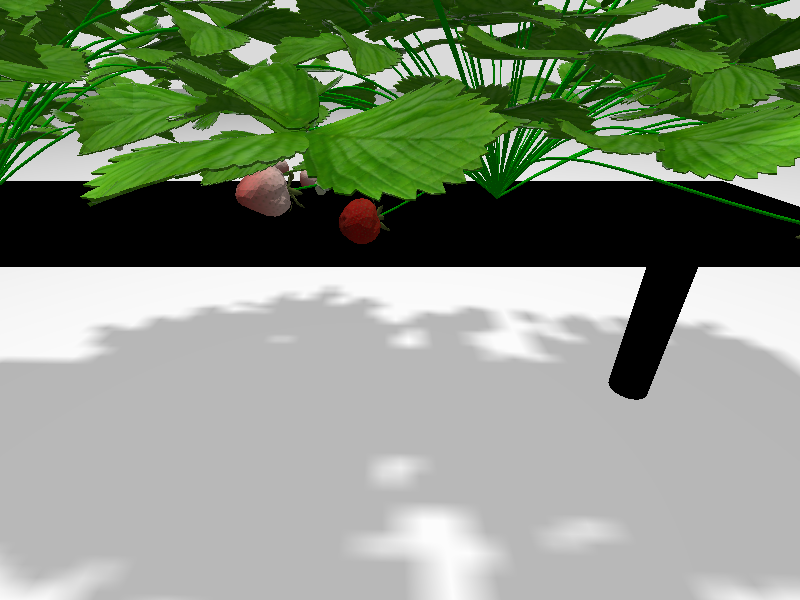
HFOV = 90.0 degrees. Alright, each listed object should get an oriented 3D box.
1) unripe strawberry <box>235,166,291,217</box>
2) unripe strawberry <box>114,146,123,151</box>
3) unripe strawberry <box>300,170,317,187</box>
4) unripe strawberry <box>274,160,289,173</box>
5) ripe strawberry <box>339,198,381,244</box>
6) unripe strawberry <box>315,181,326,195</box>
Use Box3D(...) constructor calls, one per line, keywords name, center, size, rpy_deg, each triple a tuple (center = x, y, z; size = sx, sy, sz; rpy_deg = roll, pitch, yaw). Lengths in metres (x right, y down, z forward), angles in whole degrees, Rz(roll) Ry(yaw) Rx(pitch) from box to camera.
Box3D(name="unripe strawberry", center=(-0.101, -0.080, 0.295), size=(0.038, 0.037, 0.042), rpy_deg=(-9, 31, -14))
Box3D(name="unripe strawberry", center=(-0.381, -0.208, 0.541), size=(0.013, 0.012, 0.012), rpy_deg=(-2, 29, -4))
Box3D(name="unripe strawberry", center=(-0.087, -0.114, 0.379), size=(0.019, 0.019, 0.018), rpy_deg=(-39, 14, 28))
Box3D(name="unripe strawberry", center=(-0.127, -0.138, 0.421), size=(0.019, 0.020, 0.018), rpy_deg=(11, 31, 19))
Box3D(name="ripe strawberry", center=(-0.026, -0.048, 0.250), size=(0.027, 0.028, 0.024), rpy_deg=(-26, 39, -37))
Box3D(name="unripe strawberry", center=(-0.071, -0.101, 0.360), size=(0.013, 0.015, 0.015), rpy_deg=(16, 30, -4))
